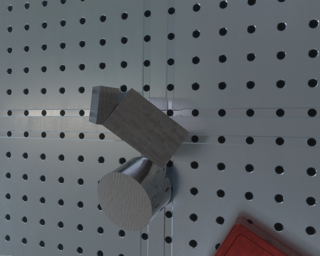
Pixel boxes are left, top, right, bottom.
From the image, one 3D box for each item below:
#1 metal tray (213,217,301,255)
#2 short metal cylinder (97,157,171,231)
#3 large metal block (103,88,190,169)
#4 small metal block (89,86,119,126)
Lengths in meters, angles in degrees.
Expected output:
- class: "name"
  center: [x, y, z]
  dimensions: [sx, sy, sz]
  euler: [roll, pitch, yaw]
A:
- class: "metal tray"
  center: [0.126, 0.181, 0.365]
  dimensions: [0.130, 0.030, 0.090]
  euler: [32, 100, 17]
- class: "short metal cylinder"
  center: [-0.033, 0.083, 0.398]
  dimensions: [0.080, 0.050, 0.079]
  euler: [10, 111, 27]
- class: "large metal block"
  center: [-0.021, 0.000, 0.371]
  dimensions: [0.080, 0.080, 0.050]
  euler: [37, 85, -9]
- class: "small metal block"
  center: [-0.078, -0.031, 0.425]
  dimensions: [0.025, 0.050, 0.050]
  euler: [6, 93, -24]
